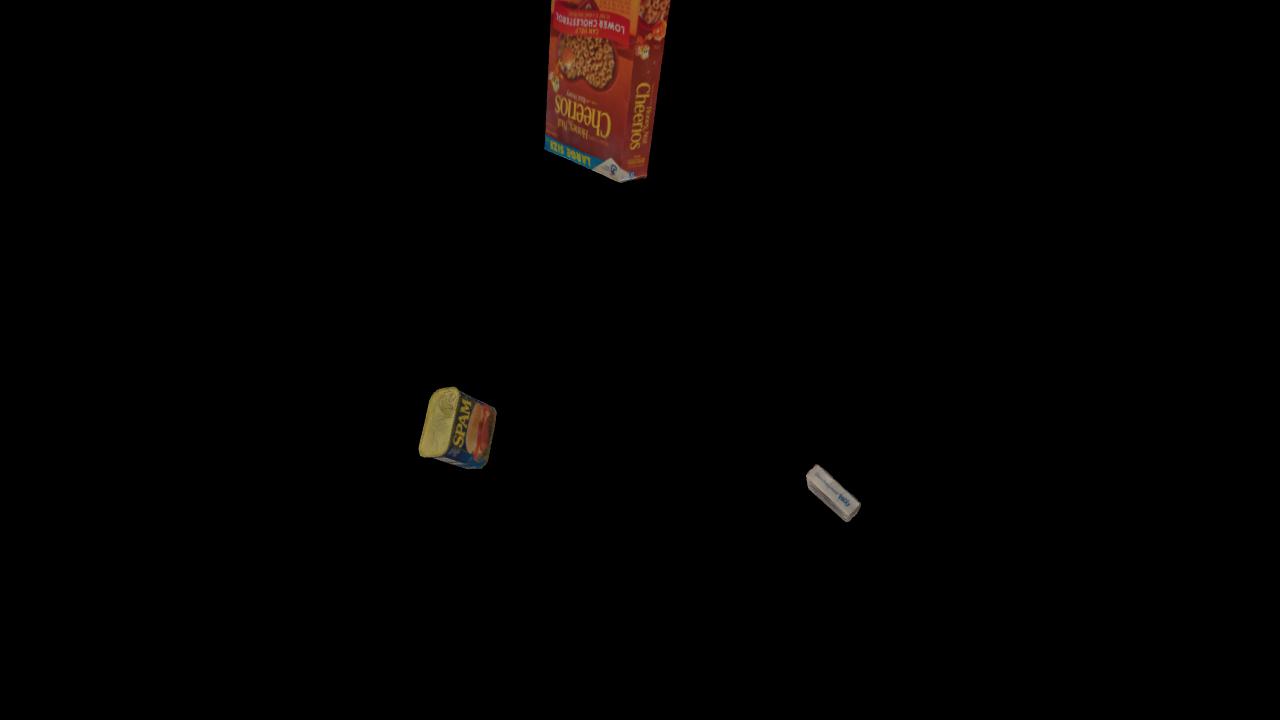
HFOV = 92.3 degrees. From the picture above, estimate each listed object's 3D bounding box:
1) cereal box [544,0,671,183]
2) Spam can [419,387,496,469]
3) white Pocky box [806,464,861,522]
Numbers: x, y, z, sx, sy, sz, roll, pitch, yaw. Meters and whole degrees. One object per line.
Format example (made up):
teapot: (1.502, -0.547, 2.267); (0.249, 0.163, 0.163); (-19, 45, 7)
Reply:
cereal box: (-0.062, -0.469, 1.004); (0.081, 0.306, 0.203); (-23, 46, -40)
Spam can: (-0.258, 0.100, 0.882); (0.058, 0.101, 0.085); (-6, -25, 28)
white Pocky box: (0.298, 0.209, 0.950); (0.084, 0.028, 0.154); (44, -2, 24)
